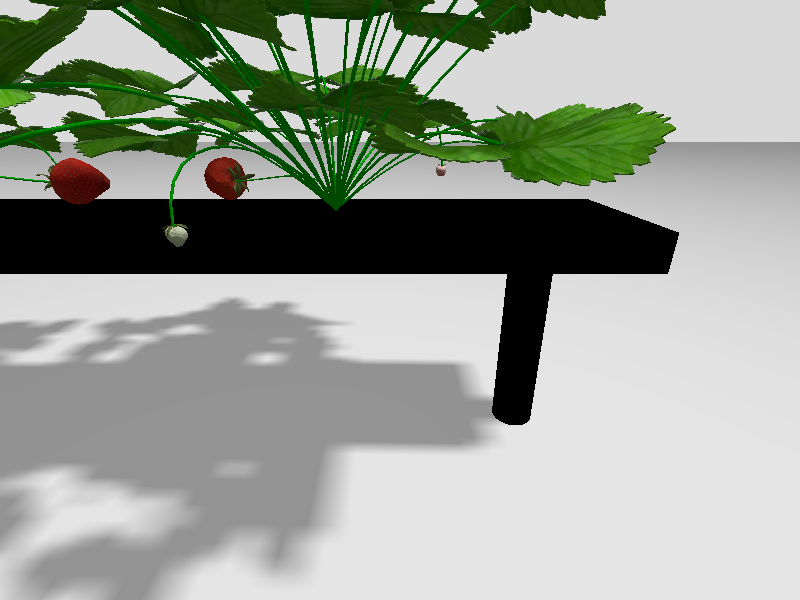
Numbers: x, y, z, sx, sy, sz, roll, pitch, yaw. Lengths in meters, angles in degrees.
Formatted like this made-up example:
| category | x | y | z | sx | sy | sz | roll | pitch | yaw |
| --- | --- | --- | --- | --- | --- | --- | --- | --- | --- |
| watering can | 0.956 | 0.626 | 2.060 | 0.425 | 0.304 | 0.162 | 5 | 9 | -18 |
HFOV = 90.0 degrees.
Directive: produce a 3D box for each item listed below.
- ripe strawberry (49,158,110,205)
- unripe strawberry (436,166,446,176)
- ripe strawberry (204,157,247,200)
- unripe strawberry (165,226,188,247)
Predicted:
| category | x | y | z | sx | sy | sz | roll | pitch | yaw |
| --- | --- | --- | --- | --- | --- | --- | --- | --- | --- |
| ripe strawberry | -0.299 | -0.112 | 0.377 | 0.043 | 0.042 | 0.040 | -4 | 23 | -11 |
| unripe strawberry | 0.053 | -0.165 | 0.514 | 0.014 | 0.013 | 0.013 | 13 | 26 | 27 |
| ripe strawberry | -0.179 | -0.122 | 0.404 | 0.042 | 0.041 | 0.039 | 12 | 26 | 27 |
| unripe strawberry | -0.121 | -0.034 | 0.216 | 0.011 | 0.011 | 0.010 | 10 | 25 | 23 |
